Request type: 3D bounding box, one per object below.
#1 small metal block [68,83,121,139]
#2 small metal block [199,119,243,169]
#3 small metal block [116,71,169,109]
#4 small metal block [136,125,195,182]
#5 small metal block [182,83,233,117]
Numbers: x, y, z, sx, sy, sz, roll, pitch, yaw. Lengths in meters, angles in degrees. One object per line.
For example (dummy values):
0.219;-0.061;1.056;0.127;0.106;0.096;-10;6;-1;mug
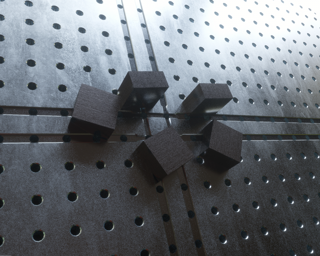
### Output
-0.079;-0.020;0.378;0.050;0.025;0.050;18;55;-18;small metal block
0.088;0.023;0.441;0.050;0.025;0.050;26;53;-12;small metal block
-0.024;-0.050;0.409;0.050;0.050;0.025;-6;65;-31;small metal block
0.007;0.032;0.392;0.050;0.025;0.050;-28;77;-37;small metal block
0.069;-0.041;0.453;0.050;0.050;0.025;-4;64;-30;small metal block
